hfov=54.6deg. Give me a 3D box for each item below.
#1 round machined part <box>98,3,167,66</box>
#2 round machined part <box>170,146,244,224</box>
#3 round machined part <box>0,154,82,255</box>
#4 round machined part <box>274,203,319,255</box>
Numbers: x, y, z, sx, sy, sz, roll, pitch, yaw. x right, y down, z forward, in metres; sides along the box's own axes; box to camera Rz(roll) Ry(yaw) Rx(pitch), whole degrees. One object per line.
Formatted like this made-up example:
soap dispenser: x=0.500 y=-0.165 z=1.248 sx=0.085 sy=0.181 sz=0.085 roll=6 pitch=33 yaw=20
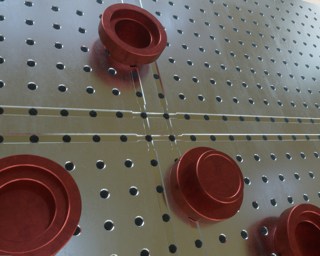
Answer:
round machined part: x=-0.042 y=-0.131 z=0.454 sx=0.099 sy=0.042 sz=0.098 roll=13 pitch=56 yaw=-21
round machined part: x=0.066 y=0.067 z=0.391 sx=0.099 sy=0.042 sz=0.098 roll=13 pitch=56 yaw=-21
round machined part: x=-0.126 y=0.077 z=0.283 sx=0.099 sy=0.042 sz=0.098 roll=13 pitch=56 yaw=-21
round machined part: x=0.191 y=0.153 z=0.406 sx=0.099 sy=0.042 sz=0.098 roll=13 pitch=56 yaw=-21
